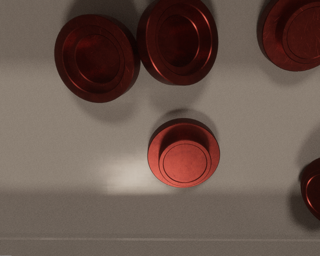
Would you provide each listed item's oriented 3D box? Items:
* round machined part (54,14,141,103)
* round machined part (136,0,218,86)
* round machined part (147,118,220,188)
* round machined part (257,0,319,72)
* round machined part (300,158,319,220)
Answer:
[{"bbox_3d":[-0.069,-0.082,0.362,0.098,0.042,0.097,6,112,15],"label":"round machined part"},{"bbox_3d":[0.016,-0.097,0.351,0.099,0.042,0.097,-6,100,-33],"label":"round machined part"},{"bbox_3d":[0.032,0.039,0.417,0.099,0.042,0.097,0,110,-1],"label":"round machined part"},{"bbox_3d":[0.168,-0.112,0.358,0.099,0.042,0.097,-1,116,-1],"label":"round machined part"},{"bbox_3d":[0.229,0.085,0.404,0.042,0.098,0.097,-4,115,-35],"label":"round machined part"}]
